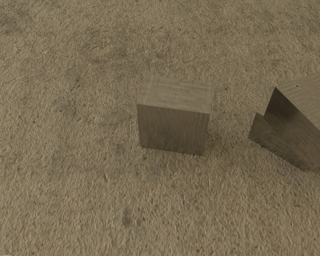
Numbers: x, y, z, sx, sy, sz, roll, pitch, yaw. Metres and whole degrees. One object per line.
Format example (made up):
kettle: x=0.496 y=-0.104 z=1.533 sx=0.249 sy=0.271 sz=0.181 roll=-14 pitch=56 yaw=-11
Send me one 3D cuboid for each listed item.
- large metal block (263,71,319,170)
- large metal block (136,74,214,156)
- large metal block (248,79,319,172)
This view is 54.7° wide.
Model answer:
large metal block: x=0.175 y=-0.013 z=0.334 sx=0.081 sy=0.050 sz=0.080 roll=-19 pitch=53 yaw=-15
large metal block: x=0.018 y=-0.014 z=0.379 sx=0.080 sy=0.080 sz=0.050 roll=8 pitch=51 yaw=7
large metal block: x=0.173 y=-0.005 z=0.392 sx=0.080 sy=0.050 sz=0.080 roll=35 pitch=58 yaw=25
